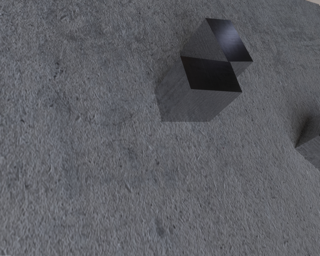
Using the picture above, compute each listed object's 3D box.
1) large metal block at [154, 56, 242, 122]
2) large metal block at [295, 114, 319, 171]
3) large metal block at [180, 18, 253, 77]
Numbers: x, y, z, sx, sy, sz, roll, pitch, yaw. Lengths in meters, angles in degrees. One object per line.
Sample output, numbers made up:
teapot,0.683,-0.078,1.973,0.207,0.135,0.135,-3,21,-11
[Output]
large metal block,0.050,-0.049,0.425,0.081,0.080,0.050,0,62,-28
large metal block,0.288,0.027,0.526,0.080,0.050,0.080,42,51,1
large metal block,0.084,-0.110,0.480,0.050,0.080,0.080,-8,66,-32
